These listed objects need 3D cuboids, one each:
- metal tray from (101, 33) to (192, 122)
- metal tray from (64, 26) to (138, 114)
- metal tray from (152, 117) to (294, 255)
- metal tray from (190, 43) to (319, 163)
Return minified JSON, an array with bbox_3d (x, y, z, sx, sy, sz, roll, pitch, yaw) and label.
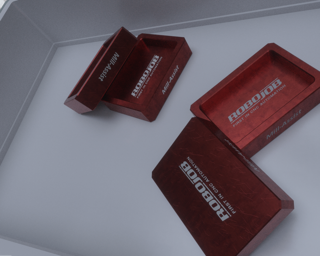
[{"bbox_3d":[-0.021,-0.079,0.461,0.090,0.030,0.130,17,71,34],"label":"metal tray"},{"bbox_3d":[-0.092,-0.086,0.476,0.130,0.030,0.090,-61,23,-15],"label":"metal tray"},{"bbox_3d":[0.055,0.061,0.316,0.090,0.030,0.130,-55,49,18],"label":"metal tray"},{"bbox_3d":[0.112,-0.032,0.362,0.130,0.030,0.090,-39,51,2],"label":"metal tray"}]
